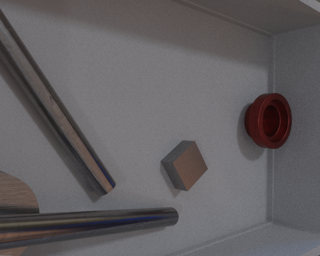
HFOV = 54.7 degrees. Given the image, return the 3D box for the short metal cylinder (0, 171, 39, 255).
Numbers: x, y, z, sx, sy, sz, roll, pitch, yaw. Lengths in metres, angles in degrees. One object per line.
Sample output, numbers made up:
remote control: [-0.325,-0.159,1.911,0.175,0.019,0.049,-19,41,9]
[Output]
short metal cylinder: [-0.152,0.075,0.264,0.081,0.050,0.079,0,90,-40]

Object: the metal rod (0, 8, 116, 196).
metal rod: [-0.128,-0.052,0.300,0.025,0.025,0.299,-43,116,-32]

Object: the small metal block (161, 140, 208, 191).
small metal block: [0.035,0.053,0.439,0.050,0.025,0.050,-41,115,-33]

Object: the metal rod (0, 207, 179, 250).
metal rod: [-0.069,0.093,0.301,0.301,0.025,0.025,18,78,-54]

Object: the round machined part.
round machined part: [0.190,-0.013,0.555,0.099,0.042,0.097,-2,93,-36]
